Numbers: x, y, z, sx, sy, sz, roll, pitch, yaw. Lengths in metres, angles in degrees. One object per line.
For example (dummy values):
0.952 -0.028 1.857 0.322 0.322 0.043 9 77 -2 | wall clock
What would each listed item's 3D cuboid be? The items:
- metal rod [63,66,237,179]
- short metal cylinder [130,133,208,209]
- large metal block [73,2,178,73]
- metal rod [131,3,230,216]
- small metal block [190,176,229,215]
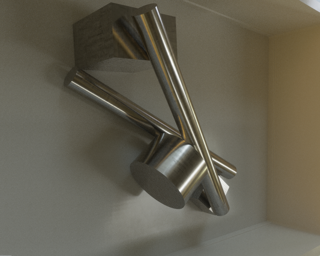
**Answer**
0.010 0.008 0.415 0.301 0.025 0.025 31 71 -36 | metal rod
0.010 0.053 0.379 0.050 0.080 0.080 -48 119 -30 | short metal cylinder
-0.039 -0.093 0.339 0.081 0.080 0.050 -5 94 -40 | large metal block
0.037 0.006 0.362 0.025 0.025 0.299 -48 131 -29 | metal rod
0.073 0.096 0.469 0.050 0.025 0.050 46 63 -31 | small metal block
